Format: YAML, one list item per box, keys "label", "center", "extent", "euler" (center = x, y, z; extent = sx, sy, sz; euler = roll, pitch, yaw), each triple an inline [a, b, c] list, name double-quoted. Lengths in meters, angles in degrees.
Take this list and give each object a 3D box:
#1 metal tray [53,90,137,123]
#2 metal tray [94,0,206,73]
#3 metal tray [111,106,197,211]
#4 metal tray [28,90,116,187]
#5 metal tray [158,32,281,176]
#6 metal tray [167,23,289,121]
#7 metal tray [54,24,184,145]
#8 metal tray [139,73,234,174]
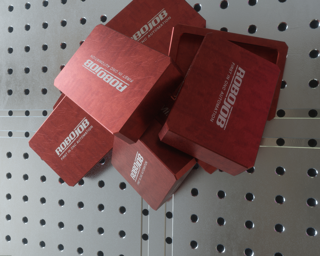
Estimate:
- label: "metal tray"
  center: [-0.082, -0.049, 0.439]
  extent: [0.090, 0.030, 0.130]
  euler: [41, 102, 15]
- label: "metal tray"
  center: [-0.017, -0.114, 0.396]
  extent: [0.130, 0.030, 0.090]
  euler: [-42, 79, 0]
- label: "metal tray"
  center: [-0.015, 0.041, 0.369]
  extent: [0.030, 0.129, 0.090]
  euler: [-38, 75, -27]
- label: "metal tray"
  center: [-0.111, 0.010, 0.426]
  extent: [0.090, 0.030, 0.130]
  euler: [46, 116, -2]
- label: "metal tray"
  center: [0.065, -0.028, 0.320]
  extent: [0.090, 0.030, 0.130]
  euler: [26, 63, -3]
- label: "metal tray"
  center: [0.072, -0.063, 0.361]
  extent: [0.131, 0.030, 0.090]
  euler: [10, 93, -1]
- label: "metal tray"
  center: [-0.049, -0.052, 0.334]
  extent: [0.130, 0.030, 0.090]
  euler: [35, 87, 36]
- label: "metal tray"
  center: [0.033, -0.008, 0.368]
  extent: [0.130, 0.090, 0.030]
  euler: [46, 105, 15]
